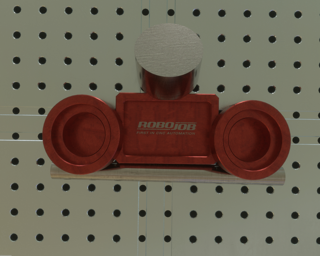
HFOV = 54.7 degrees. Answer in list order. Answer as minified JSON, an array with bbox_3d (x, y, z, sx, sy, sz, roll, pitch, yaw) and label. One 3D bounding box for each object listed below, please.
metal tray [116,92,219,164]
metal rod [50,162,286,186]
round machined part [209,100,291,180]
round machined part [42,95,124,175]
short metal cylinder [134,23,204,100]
[{"bbox_3d":[0.009,0.000,0.406,0.131,0.030,0.089,1,91,-1],"label":"metal tray"},{"bbox_3d":[0.011,0.059,0.409,0.302,0.025,0.025,2,90,0],"label":"metal rod"},{"bbox_3d":[0.111,0.015,0.397,0.099,0.042,0.097,0,88,-8],"label":"round machined part"},{"bbox_3d":[-0.094,0.009,0.395,0.099,0.042,0.097,0,87,8],"label":"round machined part"},{"bbox_3d":[0.010,-0.081,0.382,0.081,0.050,0.080,0,64,0],"label":"short metal cylinder"}]
